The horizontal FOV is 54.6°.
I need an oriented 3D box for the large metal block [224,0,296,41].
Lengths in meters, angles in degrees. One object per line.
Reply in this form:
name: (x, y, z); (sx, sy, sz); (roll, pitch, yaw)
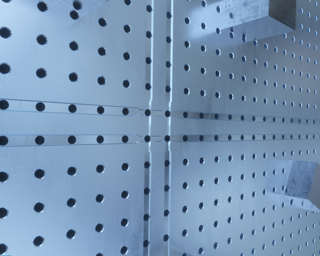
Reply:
large metal block: (0.165, -0.186, 0.509); (0.081, 0.080, 0.050); (5, 87, -40)

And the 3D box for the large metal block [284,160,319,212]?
large metal block: (0.312, 0.123, 0.653); (0.080, 0.050, 0.080); (36, 68, -34)

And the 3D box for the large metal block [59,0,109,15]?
large metal block: (-0.090, -0.178, 0.316); (0.080, 0.050, 0.080); (20, 77, -38)

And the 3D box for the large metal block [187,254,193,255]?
large metal block: (0.038, 0.236, 0.424); (0.081, 0.050, 0.080); (-20, 103, -38)
